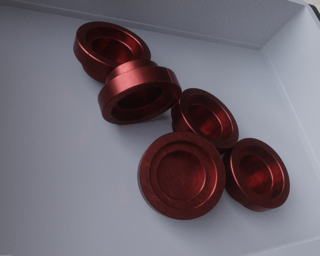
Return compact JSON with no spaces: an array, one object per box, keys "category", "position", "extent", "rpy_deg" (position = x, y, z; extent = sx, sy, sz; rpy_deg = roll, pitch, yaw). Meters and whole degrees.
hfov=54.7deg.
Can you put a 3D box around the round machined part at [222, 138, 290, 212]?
[{"category":"round machined part","position":[0.124,0.066,0.422],"extent":[0.099,0.042,0.098],"rpy_deg":[14,57,-22]}]

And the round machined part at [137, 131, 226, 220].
[{"category":"round machined part","position":[0.022,0.056,0.361],"extent":[0.099,0.042,0.098],"rpy_deg":[3,75,-11]}]

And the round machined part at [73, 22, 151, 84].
[{"category":"round machined part","position":[-0.065,-0.094,0.410],"extent":[0.099,0.042,0.098],"rpy_deg":[16,44,-16]}]

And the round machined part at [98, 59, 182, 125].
[{"category":"round machined part","position":[-0.027,-0.046,0.373],"extent":[0.099,0.097,0.042],"rpy_deg":[-7,66,-32]}]

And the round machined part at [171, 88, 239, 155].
[{"category":"round machined part","position":[0.056,-0.004,0.422],"extent":[0.099,0.042,0.098],"rpy_deg":[22,45,-23]}]
